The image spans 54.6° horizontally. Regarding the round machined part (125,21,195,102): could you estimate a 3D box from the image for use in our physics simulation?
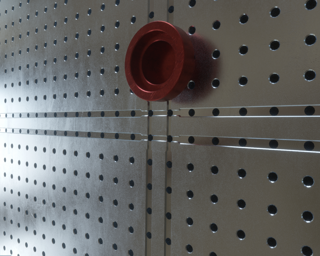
[{"bbox_3d":[0.004,-0.082,0.396,0.098,0.042,0.097,0,90,40],"label":"round machined part"}]
